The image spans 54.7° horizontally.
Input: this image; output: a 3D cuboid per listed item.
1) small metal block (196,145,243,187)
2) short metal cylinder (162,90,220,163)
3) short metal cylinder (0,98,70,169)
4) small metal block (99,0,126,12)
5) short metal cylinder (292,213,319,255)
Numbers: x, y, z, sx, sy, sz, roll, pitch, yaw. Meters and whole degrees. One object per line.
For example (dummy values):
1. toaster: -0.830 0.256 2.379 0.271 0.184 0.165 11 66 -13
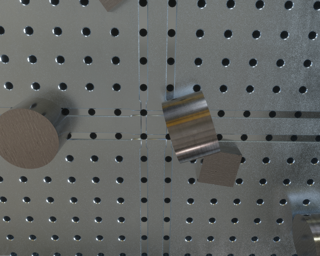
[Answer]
1. small metal block: 0.081 0.051 0.433 0.050 0.025 0.050 9 110 -4
2. short metal cylinder: 0.038 -0.001 0.384 0.050 0.080 0.080 -17 109 6
3. short metal cylinder: -0.164 0.006 0.401 0.081 0.050 0.079 0 110 0
4. small metal block: -0.053 -0.168 0.351 0.050 0.025 0.050 -34 107 11
5. short metal cylinder: 0.232 0.163 0.446 0.050 0.080 0.079 -5 110 2
